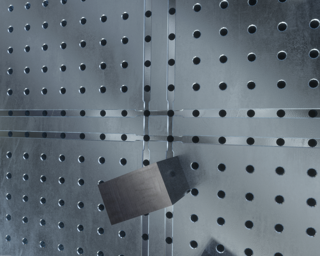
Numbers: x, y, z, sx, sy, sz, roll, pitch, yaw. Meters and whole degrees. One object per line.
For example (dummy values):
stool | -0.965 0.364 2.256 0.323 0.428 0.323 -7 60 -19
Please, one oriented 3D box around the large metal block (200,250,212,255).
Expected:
large metal block | 0.060 0.215 0.379 0.080 0.050 0.080 36 102 16

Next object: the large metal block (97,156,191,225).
large metal block | -0.016 0.075 0.390 0.080 0.080 0.050 -23 82 18
